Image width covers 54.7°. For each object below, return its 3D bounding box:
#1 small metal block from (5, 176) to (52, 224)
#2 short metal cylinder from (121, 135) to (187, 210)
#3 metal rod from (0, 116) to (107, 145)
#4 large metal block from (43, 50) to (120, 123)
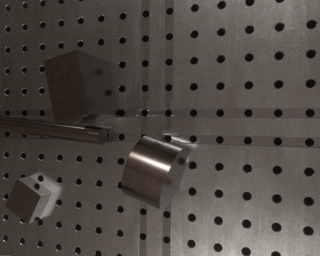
[{"bbox_3d":[-0.205,0.111,0.483,0.050,0.025,0.050,30,99,17],"label":"small metal block"},{"bbox_3d":[-0.005,0.054,0.384,0.050,0.080,0.080,19,96,18],"label":"short metal cylinder"},{"bbox_3d":[-0.222,-0.003,0.488,0.301,0.025,0.025,6,92,19],"label":"metal rod"},{"bbox_3d":[-0.102,-0.051,0.418,0.050,0.080,0.080,-13,86,19],"label":"large metal block"}]
